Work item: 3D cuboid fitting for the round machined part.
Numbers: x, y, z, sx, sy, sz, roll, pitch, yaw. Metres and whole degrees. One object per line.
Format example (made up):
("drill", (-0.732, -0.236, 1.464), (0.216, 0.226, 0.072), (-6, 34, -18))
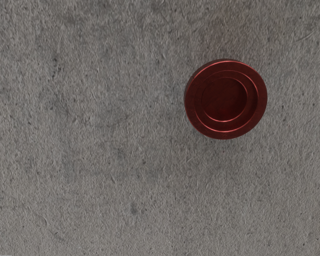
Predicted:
("round machined part", (0.079, -0.038, 0.388), (0.099, 0.042, 0.097), (0, 110, -1))
